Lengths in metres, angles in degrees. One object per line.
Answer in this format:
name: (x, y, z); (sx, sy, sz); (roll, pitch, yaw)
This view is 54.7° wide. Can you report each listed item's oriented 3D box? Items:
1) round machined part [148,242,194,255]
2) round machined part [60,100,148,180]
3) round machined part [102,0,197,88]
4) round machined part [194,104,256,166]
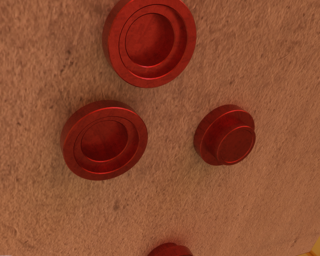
round machined part: (0.013, 0.247, 0.558); (0.099, 0.042, 0.097); (-14, 125, -21)
round machined part: (-0.068, 0.011, 0.367); (0.099, 0.042, 0.097); (-14, 125, -21)
round machined part: (-0.014, -0.095, 0.330); (0.099, 0.042, 0.097); (-14, 125, -21)
round machined part: (0.103, 0.017, 0.465); (0.099, 0.042, 0.097); (-14, 125, -21)
